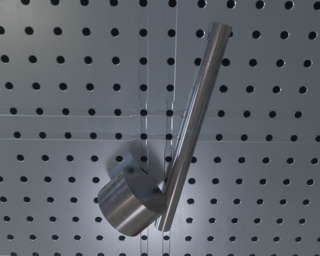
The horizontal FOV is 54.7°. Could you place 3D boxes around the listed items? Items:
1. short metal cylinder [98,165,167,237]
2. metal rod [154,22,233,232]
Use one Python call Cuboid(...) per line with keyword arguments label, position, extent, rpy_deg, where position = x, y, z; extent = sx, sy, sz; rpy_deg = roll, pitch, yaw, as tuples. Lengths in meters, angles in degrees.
Cuboid(label="short metal cylinder", position=(-0.037, 0.098, 0.420), extent=(0.080, 0.080, 0.050), rpy_deg=(43, 105, -14))
Cuboid(label="metal rod", position=(0.039, 0.013, 0.418), extent=(0.025, 0.025, 0.298), rpy_deg=(13, 110, -5))
